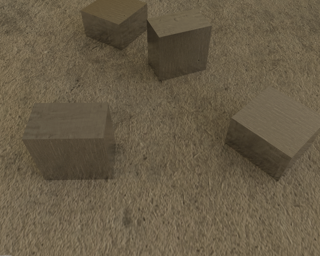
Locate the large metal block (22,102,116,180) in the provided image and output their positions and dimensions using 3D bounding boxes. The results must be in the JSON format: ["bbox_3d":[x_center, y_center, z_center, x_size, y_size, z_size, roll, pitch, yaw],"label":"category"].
[{"bbox_3d":[-0.096,0.017,0.352,0.081,0.080,0.050,-1,50,-1],"label":"large metal block"}]

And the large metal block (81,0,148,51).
[{"bbox_3d":[-0.078,-0.191,0.547,0.080,0.050,0.080,26,55,20],"label":"large metal block"}]

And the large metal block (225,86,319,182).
[{"bbox_3d":[0.141,0.004,0.384,0.080,0.050,0.080,-37,59,-27],"label":"large metal block"}]

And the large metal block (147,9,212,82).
[{"bbox_3d":[0.027,-0.126,0.473,0.081,0.080,0.050,-17,52,-14],"label":"large metal block"}]
